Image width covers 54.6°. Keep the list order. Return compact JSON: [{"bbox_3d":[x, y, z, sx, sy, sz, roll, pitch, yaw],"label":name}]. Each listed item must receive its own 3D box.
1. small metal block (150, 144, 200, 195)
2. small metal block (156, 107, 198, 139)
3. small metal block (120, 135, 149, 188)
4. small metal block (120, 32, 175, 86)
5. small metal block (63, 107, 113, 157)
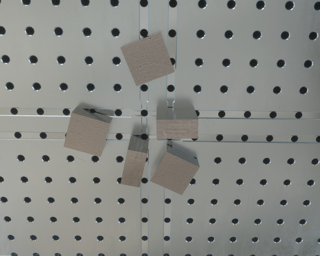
[{"bbox_3d":[0.020,0.059,0.435,0.050,0.025,0.050,26,108,-9],"label":"small metal block"},{"bbox_3d":[0.021,-0.007,0.398,0.050,0.050,0.025,-1,110,0],"label":"small metal block"},{"bbox_3d":[-0.033,0.043,0.416,0.025,0.050,0.050,12,110,-4],"label":"small metal block"},{"bbox_3d":[-0.014,-0.086,0.382,0.050,0.025,0.050,-20,109,7],"label":"small metal block"},{"bbox_3d":[-0.096,0.005,0.415,0.050,0.025,0.050,17,109,-6],"label":"small metal block"}]
